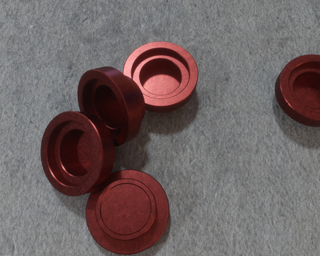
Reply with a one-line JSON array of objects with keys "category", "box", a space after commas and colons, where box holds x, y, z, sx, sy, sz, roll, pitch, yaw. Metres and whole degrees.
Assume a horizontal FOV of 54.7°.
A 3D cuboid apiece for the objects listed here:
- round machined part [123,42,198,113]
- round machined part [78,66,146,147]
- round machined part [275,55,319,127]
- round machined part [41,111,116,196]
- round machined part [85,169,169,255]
[{"category": "round machined part", "box": [0.001, -0.065, 0.423, 0.099, 0.042, 0.098, 0, 70, -1]}, {"category": "round machined part", "box": [-0.057, -0.029, 0.388, 0.042, 0.097, 0.098, -26, 69, -42]}, {"category": "round machined part", "box": [0.204, -0.047, 0.419, 0.099, 0.042, 0.098, 0, 70, -1]}, {"category": "round machined part", "box": [-0.093, 0.029, 0.371, 0.098, 0.042, 0.097, 0, 90, 30]}, {"category": "round machined part", "box": [-0.038, 0.096, 0.363, 0.099, 0.042, 0.098, 0, 70, -1]}]
